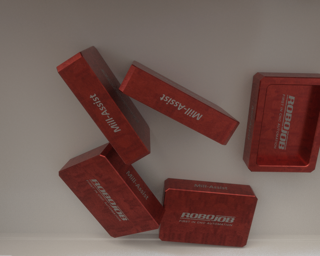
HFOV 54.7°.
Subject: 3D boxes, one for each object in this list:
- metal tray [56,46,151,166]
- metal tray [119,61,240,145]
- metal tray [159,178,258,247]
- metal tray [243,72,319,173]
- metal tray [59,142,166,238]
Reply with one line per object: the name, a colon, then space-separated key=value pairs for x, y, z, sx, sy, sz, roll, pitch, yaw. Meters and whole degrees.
metal tray: x=-0.059 y=-0.029 z=0.364 sx=0.030 sy=0.090 sz=0.130 roll=-31 pitch=108 yaw=8
metal tray: x=0.020 y=-0.033 z=0.363 sx=0.131 sy=0.090 sz=0.030 roll=27 pitch=102 yaw=-10
metal tray: x=0.067 y=0.125 z=0.456 sx=0.131 sy=0.030 sz=0.089 roll=6 pitch=110 yaw=-3
metal tray: x=0.165 y=-0.006 z=0.408 sx=0.091 sy=0.030 sz=0.129 roll=1 pitch=110 yaw=-1
metal tray: x=-0.064 y=0.089 z=0.423 sx=0.090 sy=0.030 sz=0.130 roll=-23 pitch=110 yaw=31
